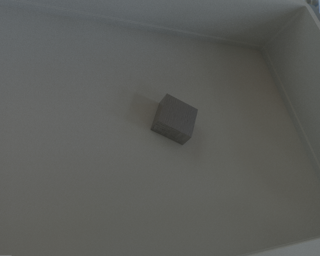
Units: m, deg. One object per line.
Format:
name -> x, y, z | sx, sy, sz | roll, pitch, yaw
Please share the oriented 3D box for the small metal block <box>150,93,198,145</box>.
small metal block -> 0.020, -0.012, 0.426 | 0.050, 0.025, 0.050 | 26, 52, -12
